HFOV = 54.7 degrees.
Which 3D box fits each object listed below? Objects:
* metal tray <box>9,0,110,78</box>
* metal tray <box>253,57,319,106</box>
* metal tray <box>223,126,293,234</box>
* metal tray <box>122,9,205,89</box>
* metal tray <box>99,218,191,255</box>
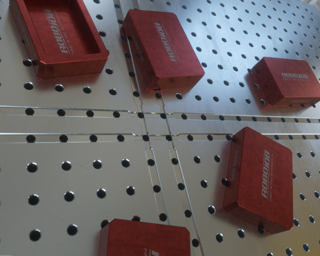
[{"bbox_3d":[-0.135,-0.131,0.413,0.091,0.030,0.130,-15,69,-34],"label":"metal tray"},{"bbox_3d":[0.252,-0.090,0.599,0.131,0.030,0.090,-3,63,-30],"label":"metal tray"},{"bbox_3d":[0.143,0.071,0.441,0.090,0.030,0.130,27,52,-12],"label":"metal tray"},{"bbox_3d":[0.005,-0.125,0.486,0.091,0.030,0.130,-9,66,-32],"label":"metal tray"},{"bbox_3d":[-0.015,0.161,0.300,0.091,0.030,0.130,14,56,-21],"label":"metal tray"}]
